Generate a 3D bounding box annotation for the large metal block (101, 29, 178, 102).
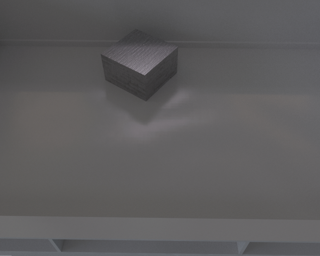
[{"bbox_3d":[-0.029,-0.097,0.471,0.080,0.050,0.080,29,56,22],"label":"large metal block"}]
